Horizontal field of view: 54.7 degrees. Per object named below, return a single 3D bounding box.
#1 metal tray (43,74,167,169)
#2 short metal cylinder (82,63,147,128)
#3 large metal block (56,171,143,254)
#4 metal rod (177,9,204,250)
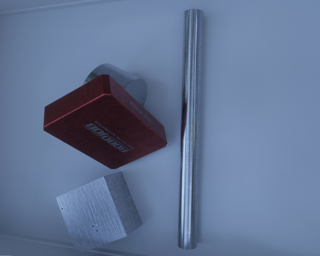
[{"bbox_3d":[-0.061,0.000,0.376,0.090,0.130,0.030,-26,52,18],"label":"metal tray"},{"bbox_3d":[-0.060,-0.037,0.401,0.050,0.080,0.080,28,99,17],"label":"short metal cylinder"},{"bbox_3d":[-0.082,0.114,0.425,0.080,0.050,0.080,-25,82,18],"label":"large metal block"},{"bbox_3d":[0.039,0.002,0.396,0.025,0.025,0.298,2,91,19],"label":"metal rod"}]
